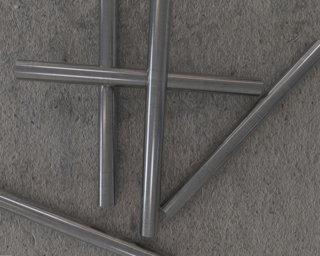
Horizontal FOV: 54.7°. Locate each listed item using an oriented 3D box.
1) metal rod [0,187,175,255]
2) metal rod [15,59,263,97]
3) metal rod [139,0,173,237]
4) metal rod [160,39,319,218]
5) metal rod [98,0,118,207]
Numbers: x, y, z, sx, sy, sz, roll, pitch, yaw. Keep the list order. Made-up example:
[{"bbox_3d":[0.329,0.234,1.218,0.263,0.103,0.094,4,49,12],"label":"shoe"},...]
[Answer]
[{"bbox_3d":[-0.120,0.128,0.408,0.301,0.025,0.025,22,90,0],"label":"metal rod"},{"bbox_3d":[-0.019,-0.062,0.390,0.302,0.025,0.025,3,90,-8],"label":"metal rod"},{"bbox_3d":[-0.006,-0.007,0.377,0.025,0.025,0.298,3,103,0],"label":"metal rod"},{"bbox_3d":[0.111,0.001,0.410,0.025,0.025,0.300,43,90,0],"label":"metal rod"},{"bbox_3d":[-0.069,-0.049,0.409,0.025,0.025,0.298,0,90,0],"label":"metal rod"}]
